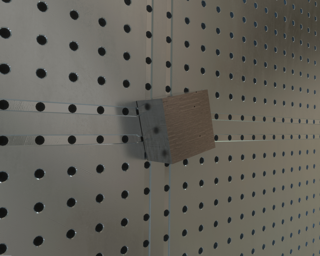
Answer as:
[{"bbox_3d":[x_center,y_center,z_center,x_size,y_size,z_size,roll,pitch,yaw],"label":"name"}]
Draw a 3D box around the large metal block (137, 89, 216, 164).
[{"bbox_3d":[0.023,-0.004,0.410,0.081,0.050,0.080,-16,100,-39],"label":"large metal block"}]
